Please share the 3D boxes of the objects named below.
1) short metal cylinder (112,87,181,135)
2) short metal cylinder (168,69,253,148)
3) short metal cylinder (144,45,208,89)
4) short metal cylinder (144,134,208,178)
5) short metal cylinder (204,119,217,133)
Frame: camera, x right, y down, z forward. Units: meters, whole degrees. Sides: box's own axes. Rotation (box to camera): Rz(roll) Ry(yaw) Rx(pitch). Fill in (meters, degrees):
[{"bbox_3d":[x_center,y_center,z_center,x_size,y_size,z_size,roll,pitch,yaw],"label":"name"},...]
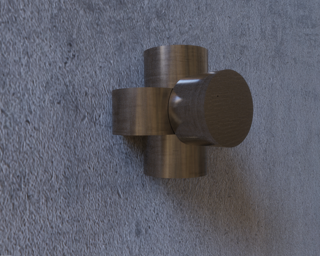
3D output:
[{"bbox_3d":[-0.015,-0.018,0.360,0.081,0.080,0.050,-2,91,-40],"label":"short metal cylinder"},{"bbox_3d":[0.056,-0.020,0.334,0.081,0.050,0.079,0,90,-40],"label":"short metal cylinder"},{"bbox_3d":[0.020,-0.070,0.389,0.081,0.080,0.050,-2,92,-40],"label":"short metal cylinder"},{"bbox_3d":[0.020,0.032,0.389,0.081,0.080,0.050,0,91,-40],"label":"short metal cylinder"},{"bbox_3d":[0.047,-0.019,0.412,0.081,0.080,0.050,-1,91,-40],"label":"short metal cylinder"}]
